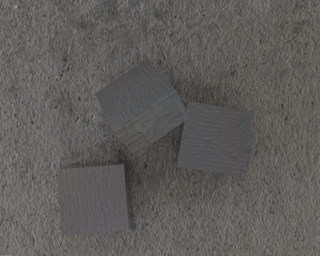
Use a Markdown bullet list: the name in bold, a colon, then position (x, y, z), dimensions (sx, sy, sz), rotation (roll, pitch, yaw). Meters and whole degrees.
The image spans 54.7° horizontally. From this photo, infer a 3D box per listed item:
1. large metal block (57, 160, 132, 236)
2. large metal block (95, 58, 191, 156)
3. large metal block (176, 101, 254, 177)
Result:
- **large metal block**: position (-0.080, 0.086, 0.397), dimensions (0.080, 0.050, 0.080), rotation (-5, 90, 0)
- **large metal block**: position (-0.023, -0.028, 0.376), dimensions (0.080, 0.080, 0.050), rotation (-34, 133, 0)
- **large metal block**: position (0.067, 0.013, 0.398), dimensions (0.080, 0.050, 0.080), rotation (10, 90, 0)
